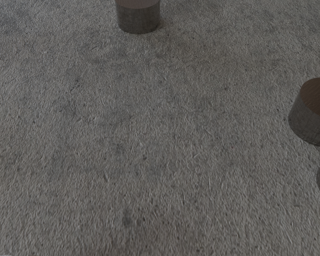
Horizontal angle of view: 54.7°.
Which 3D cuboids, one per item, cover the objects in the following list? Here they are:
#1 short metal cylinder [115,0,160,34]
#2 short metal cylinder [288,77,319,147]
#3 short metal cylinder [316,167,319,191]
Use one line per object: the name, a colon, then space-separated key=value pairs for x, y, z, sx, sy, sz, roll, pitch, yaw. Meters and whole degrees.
short metal cylinder: x=-0.040 y=-0.216 z=0.568 sx=0.080 sy=0.050 sz=0.080 roll=0 pitch=50 yaw=0
short metal cylinder: x=0.217 y=-0.021 z=0.406 sx=0.080 sy=0.050 sz=0.080 roll=0 pitch=50 yaw=0
short metal cylinder: x=0.225 y=0.053 z=0.343 sx=0.080 sy=0.050 sz=0.080 roll=0 pitch=50 yaw=0
